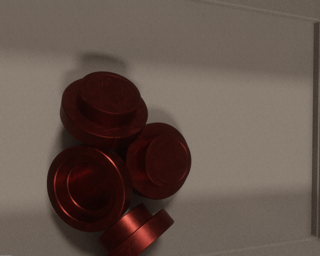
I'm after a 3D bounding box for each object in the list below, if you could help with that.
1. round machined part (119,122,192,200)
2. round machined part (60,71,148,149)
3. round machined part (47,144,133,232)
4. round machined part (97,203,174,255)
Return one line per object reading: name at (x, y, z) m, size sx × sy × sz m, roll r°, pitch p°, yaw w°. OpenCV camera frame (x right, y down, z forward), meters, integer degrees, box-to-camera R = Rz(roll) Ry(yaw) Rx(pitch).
round machined part at (0.001, 0.041, 0.392) m, size 0.099 × 0.042 × 0.097 m, roll 3°, pitch 84°, yaw -33°
round machined part at (-0.060, -0.027, 0.352) m, size 0.099 × 0.042 × 0.098 m, roll 14°, pitch 44°, yaw -14°
round machined part at (-0.076, 0.065, 0.357) m, size 0.098 × 0.042 × 0.097 m, roll 2°, pitch 97°, yaw 19°
round machined part at (-0.034, 0.127, 0.366) m, size 0.098 × 0.098 × 0.042 m, roll -37°, pitch 77°, yaw -16°
